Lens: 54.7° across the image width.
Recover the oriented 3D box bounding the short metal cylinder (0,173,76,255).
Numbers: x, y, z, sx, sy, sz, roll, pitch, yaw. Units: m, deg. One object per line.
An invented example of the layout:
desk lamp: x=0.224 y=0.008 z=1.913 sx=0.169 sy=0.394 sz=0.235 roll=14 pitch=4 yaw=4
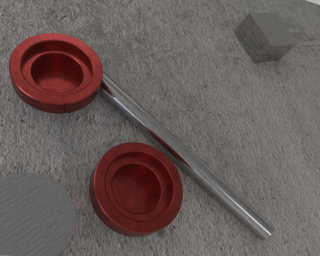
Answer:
short metal cylinder: x=-0.120 y=0.086 z=0.271 sx=0.081 sy=0.050 sz=0.080 roll=14 pitch=56 yaw=-21

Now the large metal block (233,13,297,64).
large metal block: x=0.205 y=-0.177 z=0.606 sx=0.081 sy=0.050 sz=0.080 roll=-15 pitch=69 yaw=-34

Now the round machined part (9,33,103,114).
round machined part: x=-0.119 y=-0.058 z=0.360 sx=0.099 sy=0.042 sz=0.098 roll=9 pitch=60 yaw=-16

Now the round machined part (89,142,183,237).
round machined part: x=-0.028 y=0.068 z=0.336 sx=0.099 sy=0.042 sz=0.098 roll=14 pitch=56 yaw=-21

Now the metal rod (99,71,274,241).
metal rod: x=0.025 y=0.032 z=0.397 sx=0.300 sy=0.025 sz=0.025 roll=42 pitch=51 yaw=1
